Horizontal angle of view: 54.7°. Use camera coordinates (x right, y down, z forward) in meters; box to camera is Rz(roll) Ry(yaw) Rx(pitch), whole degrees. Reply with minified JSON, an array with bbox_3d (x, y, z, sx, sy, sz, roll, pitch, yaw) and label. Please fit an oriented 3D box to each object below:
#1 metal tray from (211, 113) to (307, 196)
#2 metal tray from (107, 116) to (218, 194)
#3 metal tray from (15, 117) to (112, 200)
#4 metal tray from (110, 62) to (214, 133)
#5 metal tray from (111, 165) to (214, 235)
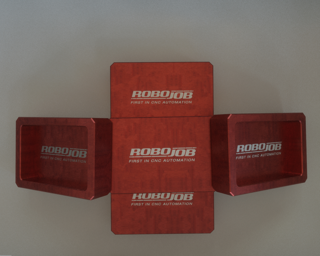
[{"bbox_3d":[0.124,0.027,0.377,0.131,0.030,0.089,-2,91,-30],"label":"metal tray"},{"bbox_3d":[0.003,0.032,0.377,0.131,0.030,0.089,-1,90,-1],"label":"metal tray"},{"bbox_3d":[-0.120,0.032,0.376,0.130,0.030,0.089,2,91,29],"label":"metal tray"},{"bbox_3d":[0.003,-0.039,0.406,0.131,0.030,0.089,0,90,-1],"label":"metal tray"},{"bbox_3d":[0.003,0.090,0.406,0.131,0.030,0.089,0,90,-1],"label":"metal tray"}]
